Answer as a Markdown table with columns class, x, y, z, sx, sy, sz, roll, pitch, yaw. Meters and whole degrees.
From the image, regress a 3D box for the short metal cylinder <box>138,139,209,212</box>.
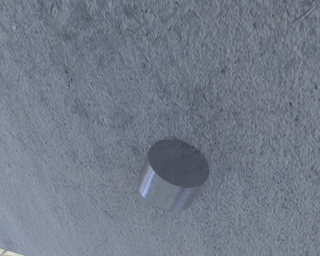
| class | x | y | z | sx | sy | sz | roll | pitch | yaw |
| --- | --- | --- | --- | --- | --- | --- | --- | --- | --- |
| short metal cylinder | 0.017 | 0.060 | 0.400 | 0.080 | 0.080 | 0.050 | 29 | 128 | 9 |
